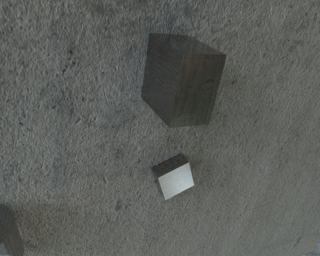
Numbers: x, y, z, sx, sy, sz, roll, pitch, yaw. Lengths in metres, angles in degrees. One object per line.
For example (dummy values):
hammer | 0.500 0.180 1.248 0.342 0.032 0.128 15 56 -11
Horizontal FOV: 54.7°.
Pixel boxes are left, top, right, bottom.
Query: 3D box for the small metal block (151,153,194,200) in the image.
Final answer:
small metal block | 0.019 0.073 0.462 0.050 0.025 0.050 -25 128 -13

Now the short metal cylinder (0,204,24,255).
short metal cylinder | -0.199 0.131 0.343 0.081 0.080 0.050 -13 124 -22

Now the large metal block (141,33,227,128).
large metal block | 0.022 -0.056 0.349 0.050 0.080 0.079 -5 121 -26
